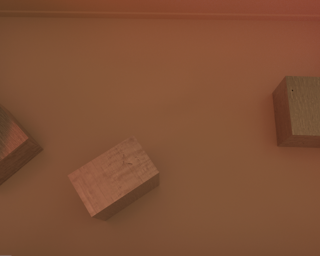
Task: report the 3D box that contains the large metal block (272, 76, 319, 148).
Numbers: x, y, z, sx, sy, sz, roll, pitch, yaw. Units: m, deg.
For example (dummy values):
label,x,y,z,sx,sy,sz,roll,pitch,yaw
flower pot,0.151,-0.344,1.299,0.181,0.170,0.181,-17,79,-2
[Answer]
label,x,y,z,sx,sy,sz,roll,pitch,yaw
large metal block,0.199,-0.020,0.405,0.080,0.050,0.080,2,70,0

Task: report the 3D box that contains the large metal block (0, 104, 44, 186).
label,x,y,z,sx,sy,sz,roll,pitch,yaw
large metal block,-0.211,0.020,0.388,0.080,0.050,0.080,-43,76,-14

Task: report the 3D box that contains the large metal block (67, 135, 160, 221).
label,x,y,z,sx,sy,sz,roll,pitch,yaw
large metal block,-0.048,0.061,0.358,0.080,0.080,0.050,-32,73,-11
